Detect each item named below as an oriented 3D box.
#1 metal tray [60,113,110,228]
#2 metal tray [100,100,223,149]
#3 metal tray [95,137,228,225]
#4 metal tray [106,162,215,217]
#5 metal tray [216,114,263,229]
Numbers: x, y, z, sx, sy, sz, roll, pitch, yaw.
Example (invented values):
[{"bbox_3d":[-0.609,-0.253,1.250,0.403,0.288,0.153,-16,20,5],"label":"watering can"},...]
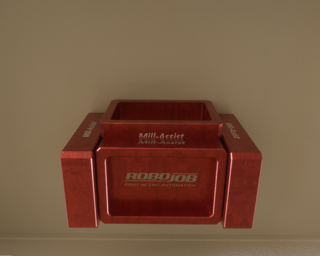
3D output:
[{"bbox_3d":[-0.080,0.043,0.369,0.030,0.130,0.089,1,111,0],"label":"metal tray"},{"bbox_3d":[0.002,-0.007,0.371,0.131,0.090,0.030,0,111,0],"label":"metal tray"},{"bbox_3d":[0.001,0.057,0.331,0.131,0.030,0.089,1,110,-1],"label":"metal tray"},{"bbox_3d":[0.001,0.076,0.401,0.131,0.090,0.030,0,110,0],"label":"metal tray"},{"bbox_3d":[0.082,0.044,0.370,0.030,0.130,0.089,1,111,0],"label":"metal tray"}]
